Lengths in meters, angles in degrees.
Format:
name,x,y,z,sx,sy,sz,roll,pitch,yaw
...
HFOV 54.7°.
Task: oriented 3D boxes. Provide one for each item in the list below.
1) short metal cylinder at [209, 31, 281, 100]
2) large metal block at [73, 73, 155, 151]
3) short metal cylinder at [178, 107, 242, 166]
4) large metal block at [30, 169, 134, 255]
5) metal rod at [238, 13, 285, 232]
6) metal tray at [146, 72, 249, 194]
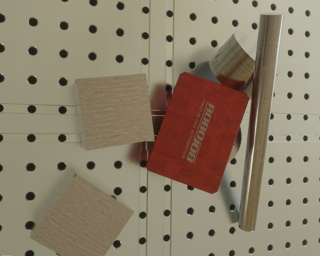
name,x,y,z,sx,sy,sz,roll,pitch,yaw
short metal cylinder,0.114,-0.084,0.419,0.080,0.050,0.080,26,38,-22
large metal block,-0.057,-0.020,0.378,0.081,0.050,0.080,-8,93,-20
short metal cylinder,0.062,0.011,0.422,0.081,0.050,0.080,0,90,-20
large metal block,-0.091,0.106,0.366,0.080,0.050,0.080,38,78,-16
metal rod,0.126,0.011,0.399,0.025,0.025,0.298,-11,117,-20
metal tray,0.046,0.006,0.387,0.090,0.030,0.130,20,83,1
